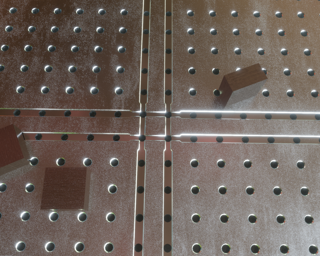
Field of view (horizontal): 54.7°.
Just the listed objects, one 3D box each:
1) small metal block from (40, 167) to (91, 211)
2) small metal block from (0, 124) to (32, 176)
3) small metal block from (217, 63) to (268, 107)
[{"bbox_3d":[-0.115,0.076,0.383,0.050,0.025,0.050,0,70,-1],"label":"small metal block"},{"bbox_3d":[-0.202,0.030,0.398,0.050,0.025,0.050,-23,72,-9],"label":"small metal block"},{"bbox_3d":[0.110,-0.057,0.421,0.050,0.050,0.025,-21,72,-8],"label":"small metal block"}]
